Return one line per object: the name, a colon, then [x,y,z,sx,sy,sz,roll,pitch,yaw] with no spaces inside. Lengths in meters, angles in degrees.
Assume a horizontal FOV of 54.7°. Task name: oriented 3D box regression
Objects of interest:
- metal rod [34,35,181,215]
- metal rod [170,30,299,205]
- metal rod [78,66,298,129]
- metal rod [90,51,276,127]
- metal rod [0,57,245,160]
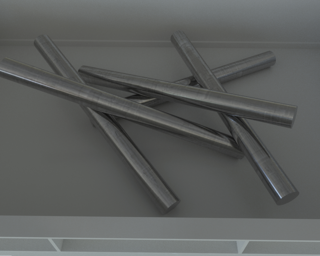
metal rod: [-0.078,-0.019,0.390,0.025,0.025,0.300,-31,66,-23]
metal rod: [0.078,-0.037,0.401,0.025,0.025,0.300,-15,51,-12]
metal rod: [0.014,-0.047,0.397,0.300,0.025,0.025,15,51,27]
metal rod: [0.042,-0.063,0.457,0.302,0.025,0.025,-20,53,-16]
metal rod: [-0.039,-0.022,0.372,0.302,0.025,0.025,19,51,-5]
